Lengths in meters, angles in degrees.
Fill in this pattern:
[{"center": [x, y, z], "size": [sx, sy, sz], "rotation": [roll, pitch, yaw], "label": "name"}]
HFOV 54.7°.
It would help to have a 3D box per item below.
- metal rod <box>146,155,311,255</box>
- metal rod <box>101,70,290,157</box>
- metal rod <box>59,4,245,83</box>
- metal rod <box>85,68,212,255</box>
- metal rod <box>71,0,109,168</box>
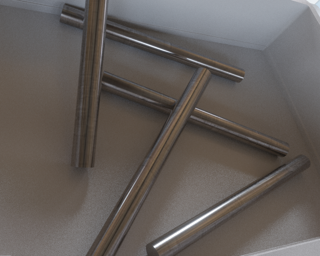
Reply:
[{"center": [0.111, 0.093, 0.407], "size": [0.302, 0.025, 0.025], "rotation": [-18, 72, -35], "label": "metal rod"}, {"center": [0.059, -0.014, 0.445], "size": [0.302, 0.025, 0.025], "rotation": [20, 54, -17], "label": "metal rod"}, {"center": [0.001, -0.124, 0.481], "size": [0.302, 0.025, 0.025], "rotation": [14, 56, -20], "label": "metal rod"}, {"center": [-0.003, 0.032, 0.363], "size": [0.025, 0.025, 0.301], "rotation": [35, 57, -6], "label": "metal rod"}, {"center": [-0.074, -0.107, 0.347], "size": [0.025, 0.025, 0.298], "rotation": [6, 86, -25], "label": "metal rod"}]
